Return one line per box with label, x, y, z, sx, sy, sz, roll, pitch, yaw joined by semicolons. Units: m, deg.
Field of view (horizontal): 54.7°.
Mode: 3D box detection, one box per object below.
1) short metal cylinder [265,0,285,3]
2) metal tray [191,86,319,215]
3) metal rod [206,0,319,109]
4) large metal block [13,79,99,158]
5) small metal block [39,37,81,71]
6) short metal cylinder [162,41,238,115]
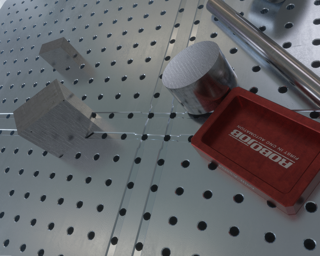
short metal cylinder;0.155;-0.221;0.427;0.080;0.080;0.050;-43;51;-1
metal tray;0.110;0.018;0.336;0.130;0.030;0.090;34;81;38
metal rod;0.143;-0.093;0.389;0.025;0.025;0.300;-35;51;5
large metal block;-0.153;-0.012;0.461;0.080;0.080;0.050;-37;51;4
small metal block;-0.184;-0.135;0.572;0.050;0.050;0.025;-10;58;23
short metal cylinder;0.050;-0.064;0.392;0.080;0.050;0.080;-25;39;23
